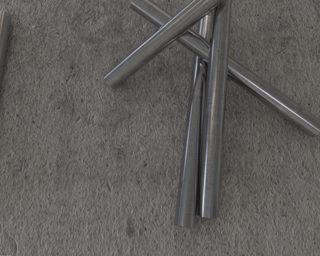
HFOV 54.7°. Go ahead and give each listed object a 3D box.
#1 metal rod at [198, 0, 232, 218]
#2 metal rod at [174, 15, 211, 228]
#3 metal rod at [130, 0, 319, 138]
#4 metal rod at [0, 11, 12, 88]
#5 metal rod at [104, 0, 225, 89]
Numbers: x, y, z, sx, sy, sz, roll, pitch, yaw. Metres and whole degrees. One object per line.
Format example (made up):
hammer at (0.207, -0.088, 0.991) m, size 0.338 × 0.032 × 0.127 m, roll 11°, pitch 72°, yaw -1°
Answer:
metal rod at (0.070, -0.043, 0.386) m, size 0.025 × 0.025 × 0.298 m, roll 5°, pitch 84°, yaw 1°
metal rod at (0.050, -0.022, 0.416) m, size 0.025 × 0.025 × 0.299 m, roll 8°, pitch 70°, yaw 3°
metal rod at (0.088, -0.086, 0.417) m, size 0.300 × 0.025 × 0.025 m, roll 36°, pitch 74°, yaw 3°
metal rod at (-0.234, -0.028, 0.416) m, size 0.025 × 0.025 × 0.299 m, roll -1°, pitch 70°, yaw -1°
metal rod at (0.046, -0.147, 0.385) m, size 0.300 × 0.025 × 0.025 m, roll -35°, pitch 72°, yaw 19°
